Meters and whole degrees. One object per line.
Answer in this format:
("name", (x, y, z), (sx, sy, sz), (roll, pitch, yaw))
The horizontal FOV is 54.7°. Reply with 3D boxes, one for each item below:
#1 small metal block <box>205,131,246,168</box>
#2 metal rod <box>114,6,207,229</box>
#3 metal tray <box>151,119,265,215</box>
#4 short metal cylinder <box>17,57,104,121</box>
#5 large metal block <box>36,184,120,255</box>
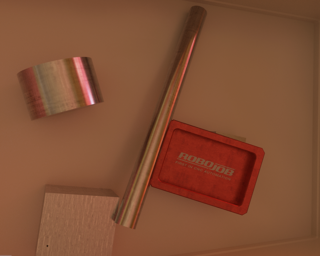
("small metal block", (0.092, 0.034, 0.446), (0.050, 0.025, 0.050), (12, 86, -20))
("metal rod", (0.007, -0.026, 0.389), (0.025, 0.025, 0.299), (25, 72, -19))
("metal tray", (0.060, 0.051, 0.408), (0.131, 0.030, 0.090), (18, 86, -1))
("short metal cylinder", (-0.108, -0.043, 0.342), (0.081, 0.080, 0.050), (-17, 96, -20))
("large metal block", (-0.098, 0.113, 0.362), (0.081, 0.050, 0.080), (9, 87, -20))
